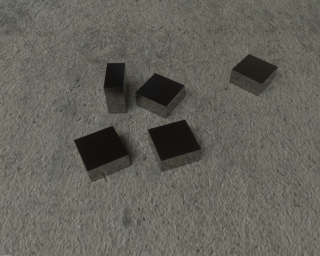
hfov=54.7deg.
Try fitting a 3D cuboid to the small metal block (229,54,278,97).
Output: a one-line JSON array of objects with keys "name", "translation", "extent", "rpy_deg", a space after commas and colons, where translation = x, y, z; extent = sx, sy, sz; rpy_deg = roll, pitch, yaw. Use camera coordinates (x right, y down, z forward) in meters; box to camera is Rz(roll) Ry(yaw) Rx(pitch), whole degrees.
[{"name": "small metal block", "translation": [0.142, -0.081, 0.472], "extent": [0.050, 0.025, 0.050], "rpy_deg": [33, 57, 24]}]

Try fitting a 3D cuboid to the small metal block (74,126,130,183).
[{"name": "small metal block", "translation": [-0.070, 0.031, 0.377], "extent": [0.050, 0.025, 0.050], "rpy_deg": [-22, 53, -17]}]

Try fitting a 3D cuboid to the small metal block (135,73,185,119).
[{"name": "small metal block", "translation": [0.001, -0.047, 0.442], "extent": [0.050, 0.025, 0.050], "rpy_deg": [26, 55, 20]}]

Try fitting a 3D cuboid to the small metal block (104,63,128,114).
[{"name": "small metal block", "translation": [-0.060, -0.055, 0.433], "extent": [0.025, 0.050, 0.050], "rpy_deg": [-1, 50, -1]}]

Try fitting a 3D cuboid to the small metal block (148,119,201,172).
[{"name": "small metal block", "translation": [0.017, 0.021, 0.385], "extent": [0.050, 0.025, 0.050], "rpy_deg": [-15, 52, -13]}]
